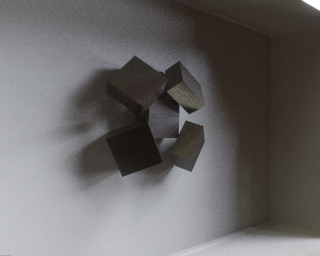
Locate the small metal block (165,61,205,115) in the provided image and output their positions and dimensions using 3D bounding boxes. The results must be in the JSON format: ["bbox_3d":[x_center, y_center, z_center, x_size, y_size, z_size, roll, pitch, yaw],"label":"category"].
[{"bbox_3d":[0.033,-0.054,0.416,0.050,0.025,0.050,42,27,-32],"label":"small metal block"}]

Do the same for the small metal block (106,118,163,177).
[{"bbox_3d":[-0.029,0.023,0.364,0.050,0.025,0.050,-20,107,0],"label":"small metal block"}]

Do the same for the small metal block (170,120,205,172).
[{"bbox_3d":[0.039,0.026,0.422,0.050,0.025,0.050,-63,159,-21],"label":"small metal block"}]

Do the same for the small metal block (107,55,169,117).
[{"bbox_3d":[-0.026,-0.049,0.365,0.050,0.025,0.050,37,62,7],"label":"small metal block"}]

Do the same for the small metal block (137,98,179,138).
[{"bbox_3d":[-0.002,-0.012,0.401,0.050,0.025,0.050,2,89,-40],"label":"small metal block"}]
